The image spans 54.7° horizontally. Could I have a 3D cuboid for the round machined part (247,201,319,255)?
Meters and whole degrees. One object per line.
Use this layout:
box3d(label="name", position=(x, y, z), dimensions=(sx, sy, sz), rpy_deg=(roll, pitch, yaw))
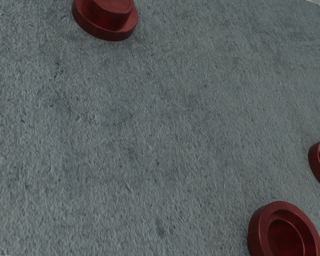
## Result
box3d(label="round machined part", position=(0.149, 0.145, 0.385), dimensions=(0.099, 0.042, 0.098), rpy_deg=(14, 56, -21))

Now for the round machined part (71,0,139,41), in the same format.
box3d(label="round machined part", position=(-0.078, -0.181, 0.461), dimensions=(0.099, 0.042, 0.098), rpy_deg=(14, 56, -21))

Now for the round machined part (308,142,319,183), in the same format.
box3d(label="round machined part", position=(0.302, 0.061, 0.518), dimensions=(0.099, 0.042, 0.098), rpy_deg=(14, 56, -21))
